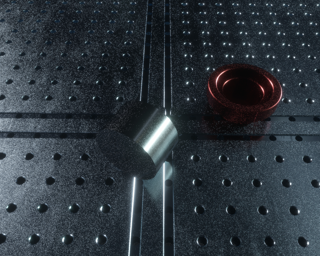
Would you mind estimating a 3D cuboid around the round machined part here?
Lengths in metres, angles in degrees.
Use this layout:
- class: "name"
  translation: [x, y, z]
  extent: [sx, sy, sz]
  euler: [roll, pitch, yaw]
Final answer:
- class: "round machined part"
  translation: [0.115, -0.044, 0.435]
  extent: [0.099, 0.042, 0.098]
  euler: [0, 50, 0]

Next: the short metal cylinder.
- class: "short metal cylinder"
  translation: [-0.026, 0.015, 0.359]
  extent: [0.080, 0.080, 0.050]
  euler: [24, 54, 18]
